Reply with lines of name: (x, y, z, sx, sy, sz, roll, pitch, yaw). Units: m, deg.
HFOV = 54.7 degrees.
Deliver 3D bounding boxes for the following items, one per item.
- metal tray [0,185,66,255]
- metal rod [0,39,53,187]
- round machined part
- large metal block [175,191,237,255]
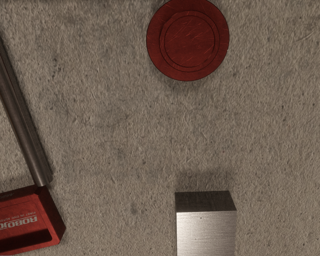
metal tray: (-0.218, 0.140, 0.455, 0.131, 0.030, 0.089, -15, 110, 5)
metal rod: (-0.194, -0.061, 0.384, 0.025, 0.025, 0.298, -12, 110, 4)
round machined part: (0.033, -0.103, 0.363, 0.099, 0.042, 0.097, 0, 110, -1)
large metal block: (0.064, 0.140, 0.449, 0.081, 0.050, 0.079, -2, 110, 0)
